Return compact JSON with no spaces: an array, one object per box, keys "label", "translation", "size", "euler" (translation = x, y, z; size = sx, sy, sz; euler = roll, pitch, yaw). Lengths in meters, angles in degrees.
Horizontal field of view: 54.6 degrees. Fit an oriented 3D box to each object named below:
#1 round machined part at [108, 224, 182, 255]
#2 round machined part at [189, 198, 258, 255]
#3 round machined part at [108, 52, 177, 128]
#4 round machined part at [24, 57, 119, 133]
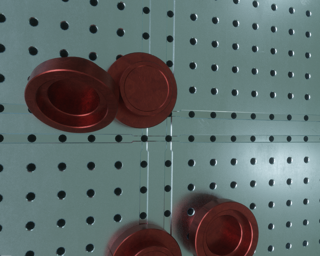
[{"label":"round machined part","translation":[-0.016,0.178,0.398],"size":[0.099,0.042,0.097],"euler":[0,90,-20]},{"label":"round machined part","translation":[0.085,0.147,0.435],"size":[0.099,0.042,0.097],"euler":[0,90,-20]},{"label":"round machined part","translation":[-0.023,-0.048,0.395],"size":[0.099,0.042,0.097],"euler":[0,90,-20]},{"label":"round machined part","translation":[-0.095,-0.041,0.349],"size":[0.099,0.097,0.042],"euler":[16,47,-20]}]
